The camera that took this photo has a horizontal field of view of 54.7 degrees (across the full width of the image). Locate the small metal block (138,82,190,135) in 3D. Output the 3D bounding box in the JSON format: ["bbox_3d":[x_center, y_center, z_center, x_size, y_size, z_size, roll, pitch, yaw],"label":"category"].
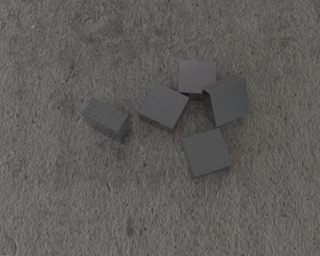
[{"bbox_3d":[0.005,-0.026,0.418,0.050,0.025,0.050,26,72,9],"label":"small metal block"}]

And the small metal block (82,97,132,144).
[{"bbox_3d":[-0.066,-0.008,0.397,0.050,0.050,0.025,27,73,9],"label":"small metal block"}]

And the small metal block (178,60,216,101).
[{"bbox_3d":[0.051,-0.065,0.432,0.050,0.025,0.050,3,70,1],"label":"small metal block"}]

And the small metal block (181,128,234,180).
[{"bbox_3d":[0.059,0.034,0.396,0.050,0.025,0.050,-16,71,-6],"label":"small metal block"}]

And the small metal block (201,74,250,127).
[{"bbox_3d":[0.087,-0.036,0.406,0.050,0.050,0.025,-23,32,-8],"label":"small metal block"}]
